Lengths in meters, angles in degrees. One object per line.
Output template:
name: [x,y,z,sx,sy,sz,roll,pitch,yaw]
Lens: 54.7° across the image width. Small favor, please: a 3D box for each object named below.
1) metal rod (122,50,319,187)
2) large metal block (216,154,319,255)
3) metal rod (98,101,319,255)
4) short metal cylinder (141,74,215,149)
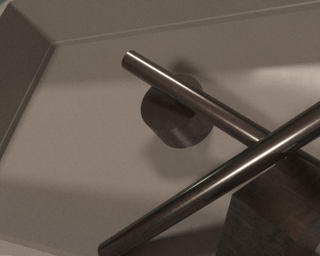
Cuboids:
metal rod: [0.077,-0.004,0.318,0.300,0.025,0.025,35,81,22]
large metal block: [0.096,0.079,0.251,0.081,0.079,0.050,-22,42,-34]
metal rod: [0.051,0.056,0.300,0.299,0.025,0.025,-37,50,20]
short metal cylinder: [0.023,-0.021,0.389,0.080,0.050,0.080,-13,56,20]
